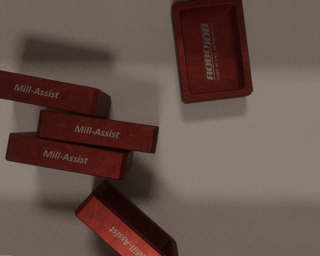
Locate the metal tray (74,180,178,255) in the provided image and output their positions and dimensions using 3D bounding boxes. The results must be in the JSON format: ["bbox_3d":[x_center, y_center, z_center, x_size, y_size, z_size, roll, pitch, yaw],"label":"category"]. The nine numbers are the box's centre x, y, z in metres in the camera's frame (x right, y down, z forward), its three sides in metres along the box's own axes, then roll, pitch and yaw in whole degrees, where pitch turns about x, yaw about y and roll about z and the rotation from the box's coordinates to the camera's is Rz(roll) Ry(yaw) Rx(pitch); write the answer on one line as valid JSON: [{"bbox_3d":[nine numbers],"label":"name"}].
[{"bbox_3d":[-0.036,0.124,0.378,0.130,0.090,0.030,42,90,-1],"label":"metal tray"}]

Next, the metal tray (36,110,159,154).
[{"bbox_3d":[-0.068,0.004,0.378,0.131,0.090,0.030,8,90,-1],"label":"metal tray"}]

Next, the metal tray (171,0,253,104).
[{"bbox_3d":[0.067,-0.101,0.409,0.091,0.030,0.129,-7,90,-1],"label":"metal tray"}]

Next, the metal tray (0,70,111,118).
[{"bbox_3d":[-0.133,-0.040,0.377,0.131,0.090,0.030,11,90,-1],"label":"metal tray"}]

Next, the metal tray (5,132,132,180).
[{"bbox_3d":[-0.102,0.031,0.377,0.131,0.090,0.030,10,90,-1],"label":"metal tray"}]
